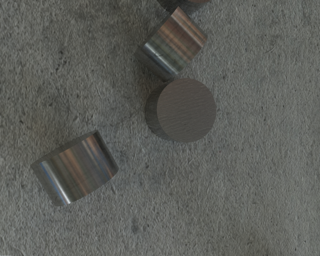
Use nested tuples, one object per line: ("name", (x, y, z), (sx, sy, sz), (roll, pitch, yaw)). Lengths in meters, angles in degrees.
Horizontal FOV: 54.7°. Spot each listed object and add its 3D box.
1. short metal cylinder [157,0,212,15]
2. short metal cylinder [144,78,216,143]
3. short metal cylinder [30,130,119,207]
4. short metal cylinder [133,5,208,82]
("short metal cylinder", (0.036, -0.196, 0.408), (0.081, 0.050, 0.080), (0, 90, -20))
("short metal cylinder", (0.026, -0.022, 0.405), (0.081, 0.050, 0.080), (0, 90, -20))
("short metal cylinder", (-0.093, 0.043, 0.345), (0.080, 0.080, 0.050), (-30, 100, -17))
("short metal cylinder", (0.012, -0.103, 0.384), (0.050, 0.080, 0.080), (41, 77, -16))
